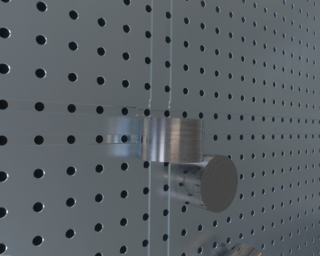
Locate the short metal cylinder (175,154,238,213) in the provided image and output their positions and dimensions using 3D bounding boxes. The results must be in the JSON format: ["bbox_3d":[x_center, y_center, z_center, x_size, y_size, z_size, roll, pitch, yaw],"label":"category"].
[{"bbox_3d":[0.068,0.077,0.450,0.081,0.050,0.079,0,91,-40],"label":"short metal cylinder"}]

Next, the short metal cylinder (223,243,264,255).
[{"bbox_3d":[0.130,0.230,0.482,0.050,0.080,0.080,-25,106,-37],"label":"short metal cylinder"}]

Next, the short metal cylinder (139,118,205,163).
[{"bbox_3d":[0.015,0.015,0.386,0.081,0.080,0.050,4,88,-40],"label":"short metal cylinder"}]
